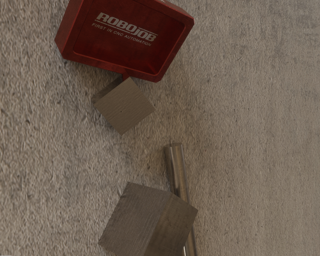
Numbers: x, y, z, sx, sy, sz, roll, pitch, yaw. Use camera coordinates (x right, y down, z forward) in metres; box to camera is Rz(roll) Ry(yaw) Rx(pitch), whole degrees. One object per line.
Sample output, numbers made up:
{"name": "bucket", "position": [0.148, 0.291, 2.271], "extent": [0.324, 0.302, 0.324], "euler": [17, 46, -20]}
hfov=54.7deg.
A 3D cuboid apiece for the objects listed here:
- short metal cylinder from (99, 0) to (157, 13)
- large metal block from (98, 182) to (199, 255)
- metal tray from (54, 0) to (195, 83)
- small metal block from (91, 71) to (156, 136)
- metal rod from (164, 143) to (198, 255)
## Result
{"name": "short metal cylinder", "position": [-0.035, -0.179, 0.360], "extent": [0.081, 0.050, 0.079], "euler": [0, 90, -40]}
{"name": "large metal block", "position": [-0.014, 0.115, 0.359], "extent": [0.050, 0.080, 0.080], "euler": [40, 66, -33]}
{"name": "metal tray", "position": [-0.035, -0.106, 0.339], "extent": [0.131, 0.030, 0.089], "euler": [8, 125, -40]}
{"name": "small metal block", "position": [-0.042, -0.028, 0.356], "extent": [0.050, 0.025, 0.050], "euler": [-37, 118, 2]}
{"name": "metal rod", "position": [0.040, 0.169, 0.440], "extent": [0.025, 0.025, 0.298], "euler": [-14, 99, -39]}
